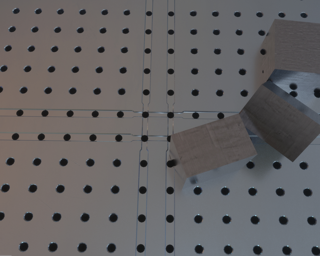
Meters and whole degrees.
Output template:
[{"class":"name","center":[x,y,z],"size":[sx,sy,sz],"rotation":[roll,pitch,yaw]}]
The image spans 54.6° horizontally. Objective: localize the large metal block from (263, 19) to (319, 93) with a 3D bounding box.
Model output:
[{"class":"large metal block","center":[0.194,-0.101,0.436],"size":[0.080,0.050,0.080],"rotation":[7,70,2]}]

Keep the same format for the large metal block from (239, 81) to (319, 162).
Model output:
[{"class":"large metal block","center":[0.148,-0.013,0.381],"size":[0.080,0.080,0.050],"rotation":[39,114,13]}]

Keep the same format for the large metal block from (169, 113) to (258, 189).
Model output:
[{"class":"large metal block","center":[0.058,0.031,0.372],"size":[0.080,0.080,0.050],"rotation":[-18,71,-6]}]
